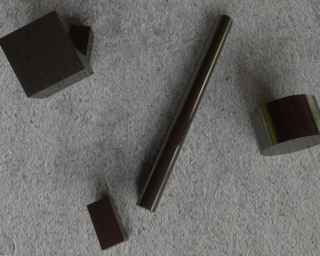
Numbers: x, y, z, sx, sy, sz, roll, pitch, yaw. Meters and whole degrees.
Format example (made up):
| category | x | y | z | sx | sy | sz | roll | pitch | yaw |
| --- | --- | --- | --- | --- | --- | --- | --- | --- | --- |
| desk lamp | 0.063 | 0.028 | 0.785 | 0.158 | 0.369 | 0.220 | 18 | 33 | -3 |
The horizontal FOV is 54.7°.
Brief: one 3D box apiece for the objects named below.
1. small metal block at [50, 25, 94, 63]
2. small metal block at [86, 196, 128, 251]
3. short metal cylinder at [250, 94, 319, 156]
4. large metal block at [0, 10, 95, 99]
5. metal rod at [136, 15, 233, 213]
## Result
| category | x | y | z | sx | sy | sz | roll | pitch | yaw |
| --- | --- | --- | --- | --- | --- | --- | --- | --- | --- |
| small metal block | -0.127 | -0.121 | 0.451 | 0.050 | 0.025 | 0.050 | 4 | 70 | 1 |
| small metal block | -0.059 | 0.110 | 0.354 | 0.025 | 0.050 | 0.050 | -22 | 72 | -8 |
| short metal cylinder | 0.158 | -0.001 | 0.381 | 0.081 | 0.080 | 0.050 | -9 | 71 | -4 |
| large metal block | -0.146 | -0.092 | 0.406 | 0.080 | 0.050 | 0.080 | -27 | 92 | 2 |
| metal rod | 0.040 | -0.032 | 0.420 | 0.025 | 0.025 | 0.300 | 22 | 71 | 7 |
